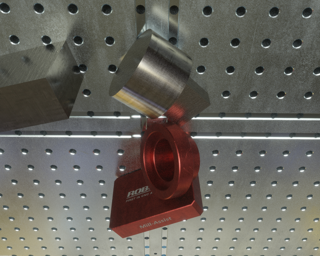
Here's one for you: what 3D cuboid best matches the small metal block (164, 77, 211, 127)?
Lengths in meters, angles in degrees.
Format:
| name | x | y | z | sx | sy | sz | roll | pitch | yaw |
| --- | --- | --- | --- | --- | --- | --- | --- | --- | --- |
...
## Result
| name | x | y | z | sx | sy | sz | roll | pitch | yaw |
| --- | --- | --- | --- | --- | --- | --- | --- | --- | --- |
| small metal block | 0.025 | -0.036 | 0.382 | 0.050 | 0.025 | 0.050 | 37 | 121 | -27 |

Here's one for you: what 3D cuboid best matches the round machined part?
| name | x | y | z | sx | sy | sz | roll | pitch | yaw |
| --- | --- | --- | --- | --- | --- | --- | --- | --- | --- |
| round machined part | 0.015 | 0.041 | 0.406 | 0.042 | 0.098 | 0.097 | -4 | 136 | -31 |

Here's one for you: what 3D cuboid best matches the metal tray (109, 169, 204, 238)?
| name | x | y | z | sx | sy | sz | roll | pitch | yaw |
| --- | --- | --- | --- | --- | --- | --- | --- | --- | --- |
| metal tray | -0.007 | 0.098 | 0.451 | 0.130 | 0.090 | 0.030 | -22 | 129 | 17 |

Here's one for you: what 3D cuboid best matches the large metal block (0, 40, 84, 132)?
| name | x | y | z | sx | sy | sz | roll | pitch | yaw |
| --- | --- | --- | --- | --- | --- | --- | --- | --- | --- |
| large metal block | -0.138 | -0.046 | 0.335 | 0.080 | 0.080 | 0.050 | -11 | 129 | 8 |

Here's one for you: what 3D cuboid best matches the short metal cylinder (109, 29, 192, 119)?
| name | x | y | z | sx | sy | sz | roll | pitch | yaw |
| --- | --- | --- | --- | --- | --- | --- | --- | --- | --- |
| short metal cylinder | -0.011 | -0.056 | 0.328 | 0.050 | 0.080 | 0.080 | 30 | 124 | -23 |
